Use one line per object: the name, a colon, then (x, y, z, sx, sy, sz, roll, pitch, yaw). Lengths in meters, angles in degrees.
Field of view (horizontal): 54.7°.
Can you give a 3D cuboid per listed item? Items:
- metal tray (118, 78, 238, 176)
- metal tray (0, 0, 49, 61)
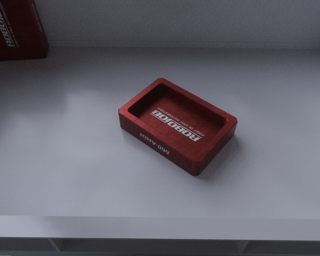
metal tray: (0.022, -0.007, 0.407, 0.130, 0.030, 0.090, 32, 57, 24)
metal tray: (-0.234, -0.165, 0.474, 0.091, 0.129, 0.030, -5, 50, -4)
